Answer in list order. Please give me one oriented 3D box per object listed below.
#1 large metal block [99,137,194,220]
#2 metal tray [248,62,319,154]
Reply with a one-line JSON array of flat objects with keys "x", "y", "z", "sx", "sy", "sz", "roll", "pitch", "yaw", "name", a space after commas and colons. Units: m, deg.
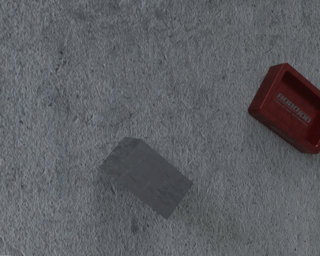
[{"x": -0.020, "y": 0.056, "z": 0.373, "sx": 0.080, "sy": 0.080, "sz": 0.050, "roll": 42, "pitch": 77, "yaw": -15, "name": "large metal block"}, {"x": 0.210, "y": -0.028, "z": 0.483, "sx": 0.130, "sy": 0.030, "sz": 0.090, "roll": 33, "pitch": 79, "yaw": -17, "name": "metal tray"}]
